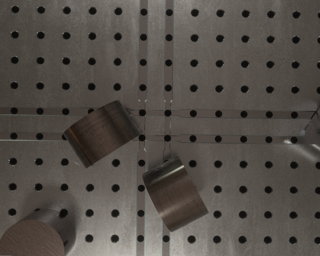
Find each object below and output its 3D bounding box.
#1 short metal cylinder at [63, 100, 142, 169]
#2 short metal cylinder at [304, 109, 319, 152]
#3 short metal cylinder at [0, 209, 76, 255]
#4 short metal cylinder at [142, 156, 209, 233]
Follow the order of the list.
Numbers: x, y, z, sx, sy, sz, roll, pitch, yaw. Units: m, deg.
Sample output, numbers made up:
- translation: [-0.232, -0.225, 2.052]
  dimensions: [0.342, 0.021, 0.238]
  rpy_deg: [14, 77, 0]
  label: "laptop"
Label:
- translation: [-0.071, 0.008, 0.385]
  dimensions: [0.080, 0.080, 0.050]
  rpy_deg: [-33, 90, 0]
  label: "short metal cylinder"
- translation: [0.232, 0.001, 0.389]
  dimensions: [0.050, 0.080, 0.080]
  rpy_deg: [34, 90, -1]
  label: "short metal cylinder"
- translation: [-0.156, 0.150, 0.399]
  dimensions: [0.081, 0.050, 0.079]
  rpy_deg: [0, 90, -1]
  label: "short metal cylinder"
- translation: [0.019, 0.081, 0.386]
  dimensions: [0.050, 0.080, 0.080]
  rpy_deg: [-28, 90, 0]
  label: "short metal cylinder"
